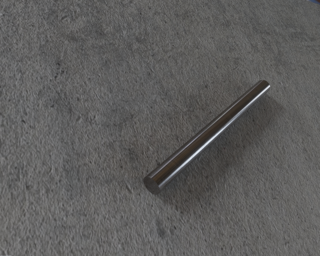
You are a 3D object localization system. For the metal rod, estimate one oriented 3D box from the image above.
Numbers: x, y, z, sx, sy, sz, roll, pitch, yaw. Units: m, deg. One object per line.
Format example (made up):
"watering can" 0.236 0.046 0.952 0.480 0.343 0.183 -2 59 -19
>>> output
"metal rod" 0.086 -0.003 0.450 0.025 0.025 0.302 49 51 6
